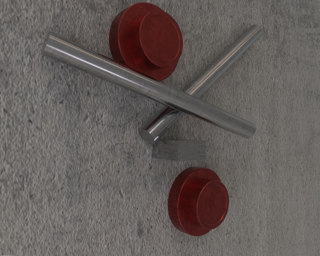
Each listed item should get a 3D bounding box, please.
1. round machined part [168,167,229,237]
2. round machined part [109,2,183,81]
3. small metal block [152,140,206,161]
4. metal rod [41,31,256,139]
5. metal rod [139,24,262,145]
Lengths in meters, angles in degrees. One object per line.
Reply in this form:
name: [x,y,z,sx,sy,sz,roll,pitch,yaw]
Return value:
round machined part: [0.062,0.107,0.445,0.099,0.042,0.097,0,90,-40]
round machined part: [-0.010,-0.107,0.385,0.099,0.042,0.097,0,90,-40]
small metal block: [0.025,0.028,0.410,0.050,0.050,0.025,2,89,-40]
metal rod: [0.009,-0.041,0.384,0.302,0.025,0.025,20,77,-30]
metal rod: [0.076,-0.079,0.467,0.301,0.025,0.025,-44,117,-31]
